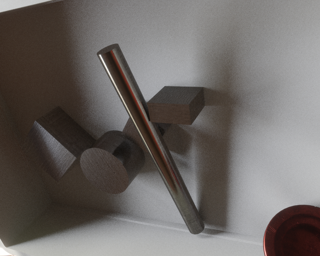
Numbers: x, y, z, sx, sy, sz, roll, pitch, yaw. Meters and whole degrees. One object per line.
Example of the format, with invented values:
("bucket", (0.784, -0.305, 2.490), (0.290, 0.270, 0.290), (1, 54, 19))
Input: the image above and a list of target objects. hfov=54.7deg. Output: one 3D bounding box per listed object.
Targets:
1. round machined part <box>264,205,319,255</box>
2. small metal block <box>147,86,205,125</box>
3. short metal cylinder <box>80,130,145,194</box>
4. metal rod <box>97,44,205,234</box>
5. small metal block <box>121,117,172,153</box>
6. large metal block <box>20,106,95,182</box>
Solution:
("round machined part", (0.175, 0.145, 0.371), (0.098, 0.098, 0.042), (13, 160, 20))
("small metal block", (0.020, -0.028, 0.364), (0.050, 0.050, 0.025), (5, 121, 25))
("short metal cylinder", (-0.069, 0.050, 0.458), (0.080, 0.050, 0.079), (13, 124, 20))
("metal rod", (0.001, 0.035, 0.398), (0.025, 0.025, 0.299), (-6, 125, 30))
("small metal block", (-0.018, 0.000, 0.417), (0.050, 0.025, 0.050), (34, 129, 5))
("large metal block", (-0.162, 0.026, 0.492), (0.080, 0.050, 0.080), (43, 129, -2))
